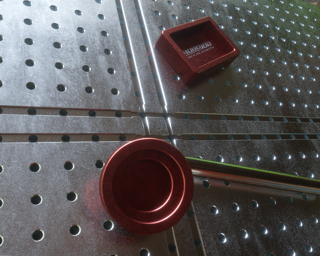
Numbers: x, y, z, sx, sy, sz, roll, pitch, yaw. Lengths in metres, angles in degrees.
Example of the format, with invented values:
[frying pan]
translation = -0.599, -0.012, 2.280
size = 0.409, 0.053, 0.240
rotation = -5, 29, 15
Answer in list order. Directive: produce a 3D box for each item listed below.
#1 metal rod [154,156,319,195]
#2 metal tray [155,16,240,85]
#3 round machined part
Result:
[metal rod]
translation = 0.121, 0.066, 0.432
size = 0.302, 0.025, 0.025
rotation = 12, 57, -22
[metal tray]
translation = 0.066, -0.134, 0.522
size = 0.131, 0.030, 0.090
rotation = -31, 79, -38
[round machined part]
translation = -0.016, 0.061, 0.337
size = 0.099, 0.042, 0.097
rotation = 3, 81, -17
